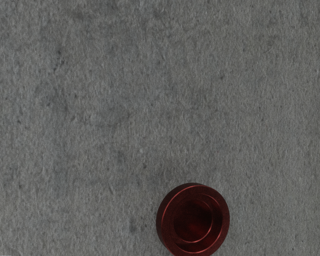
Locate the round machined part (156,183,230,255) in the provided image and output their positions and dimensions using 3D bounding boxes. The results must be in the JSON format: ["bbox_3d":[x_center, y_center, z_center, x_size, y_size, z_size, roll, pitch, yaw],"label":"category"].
[{"bbox_3d":[0.041,0.122,0.416,0.099,0.042,0.097,0,90,-21],"label":"round machined part"}]
